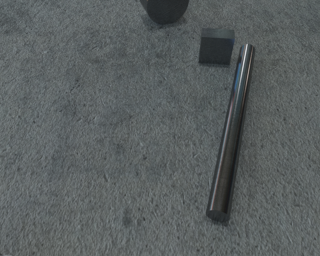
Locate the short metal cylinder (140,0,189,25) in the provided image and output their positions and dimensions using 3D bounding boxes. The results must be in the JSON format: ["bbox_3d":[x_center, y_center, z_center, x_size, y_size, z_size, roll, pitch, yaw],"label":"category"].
[{"bbox_3d":[0.006,-0.239,0.569,0.081,0.080,0.050,-15,52,-13],"label":"short metal cylinder"}]

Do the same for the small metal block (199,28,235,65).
[{"bbox_3d":[0.090,-0.131,0.497,0.050,0.050,0.025,5,50,4],"label":"small metal block"}]

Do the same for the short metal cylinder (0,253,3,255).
[{"bbox_3d":[-0.177,0.139,0.269,0.081,0.050,0.080,0,50,0],"label":"short metal cylinder"}]

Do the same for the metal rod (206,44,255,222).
[{"bbox_3d":[0.103,-0.018,0.418,0.025,0.025,0.300,13,51,10],"label":"metal rod"}]
